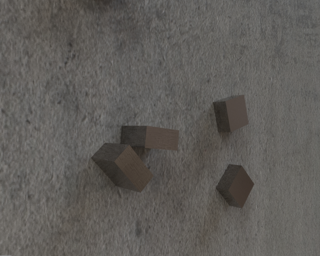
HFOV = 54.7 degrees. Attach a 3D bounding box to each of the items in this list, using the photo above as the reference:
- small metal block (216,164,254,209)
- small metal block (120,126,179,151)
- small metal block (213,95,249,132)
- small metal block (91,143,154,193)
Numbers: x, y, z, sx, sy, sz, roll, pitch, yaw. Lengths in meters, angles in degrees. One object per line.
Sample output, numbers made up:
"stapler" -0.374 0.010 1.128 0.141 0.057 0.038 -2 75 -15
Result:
"small metal block" 0.125 0.096 0.513 0.050 0.025 0.050 52 60 -28
"small metal block" -0.013 0.012 0.380 0.050 0.050 0.025 8 85 -40
"small metal block" 0.116 -0.024 0.505 0.050 0.025 0.050 -20 103 -38
"small metal block" -0.043 0.044 0.354 0.025 0.050 0.050 -50 120 -28
